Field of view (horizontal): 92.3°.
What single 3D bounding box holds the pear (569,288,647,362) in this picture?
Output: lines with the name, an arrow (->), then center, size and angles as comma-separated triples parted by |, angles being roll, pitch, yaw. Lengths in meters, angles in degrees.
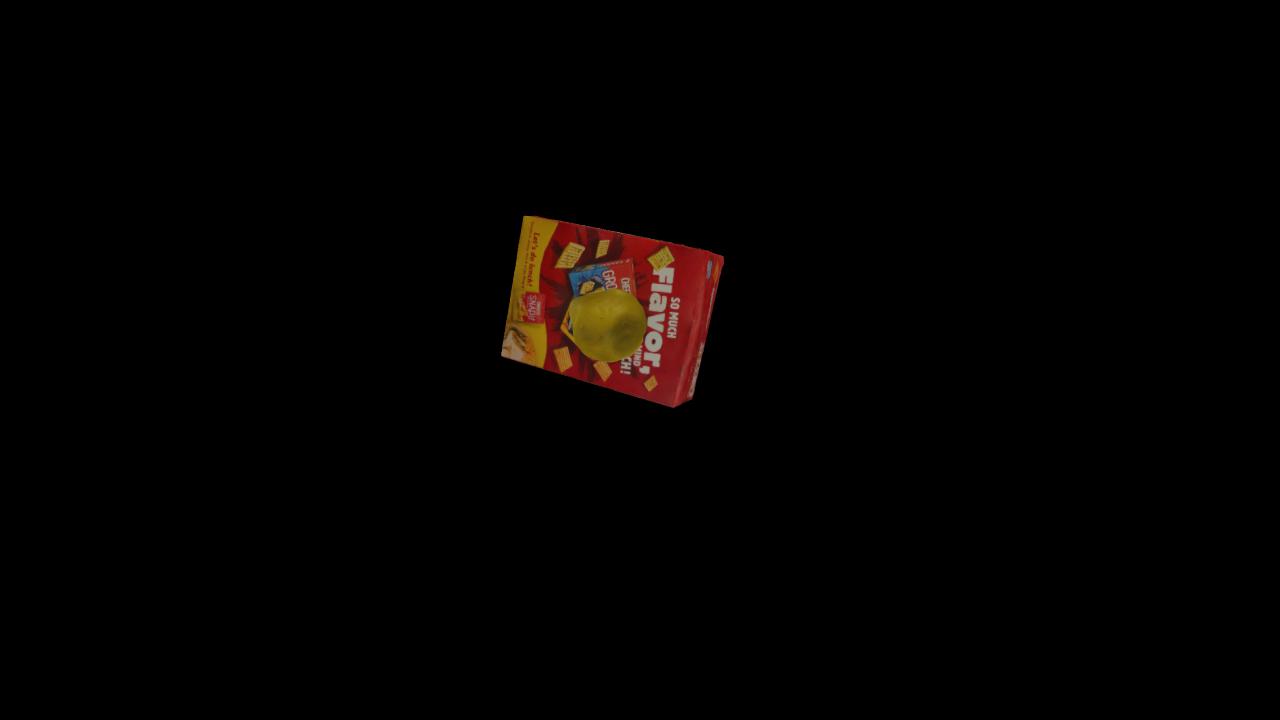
pear -> -0.042, -0.046, 0.654 | 0.080, 0.080, 0.111 | 0, 29, -35

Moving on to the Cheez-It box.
Cheez-It box -> -0.035, -0.058, 0.681 | 0.223, 0.166, 0.071 | 15, 9, 21
